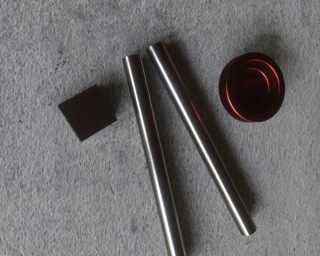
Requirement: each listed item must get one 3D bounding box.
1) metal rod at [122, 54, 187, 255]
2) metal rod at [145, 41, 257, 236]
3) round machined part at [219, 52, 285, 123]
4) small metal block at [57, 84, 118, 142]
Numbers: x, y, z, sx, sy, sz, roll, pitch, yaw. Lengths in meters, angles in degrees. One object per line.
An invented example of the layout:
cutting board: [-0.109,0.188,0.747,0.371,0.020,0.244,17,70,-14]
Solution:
metal rod: [-0.003,0.054,0.408,0.025,0.025,0.298,-15,95,-20]
metal rod: [0.061,0.021,0.431,0.025,0.025,0.299,-31,100,-17]
round machined part: [0.127,-0.056,0.447,0.099,0.042,0.097,0,90,-20]
small metal block: [-0.088,-0.018,0.377,0.050,0.025,0.050,-33,101,-17]
